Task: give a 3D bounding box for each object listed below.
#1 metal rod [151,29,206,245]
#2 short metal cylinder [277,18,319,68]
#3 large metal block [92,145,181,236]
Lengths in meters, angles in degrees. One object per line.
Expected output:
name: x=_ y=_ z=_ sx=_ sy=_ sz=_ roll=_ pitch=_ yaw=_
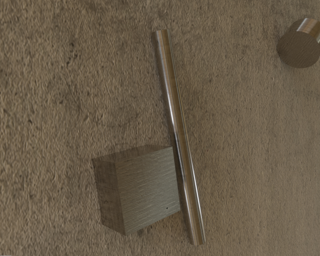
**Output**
metal rod: x=0.028 y=0.019 z=0.427 sx=0.025 sy=0.025 sz=0.298 roll=-18 pitch=101 yaw=-39
short metal cylinder: x=0.276 y=-0.163 z=0.600 sx=0.050 sy=0.080 sz=0.080 roll=-48 pitch=119 yaw=-29
large metal block: x=-0.027 y=0.068 z=0.366 sx=0.081 sy=0.050 sz=0.079 roll=-13 pitch=98 yaw=-39
